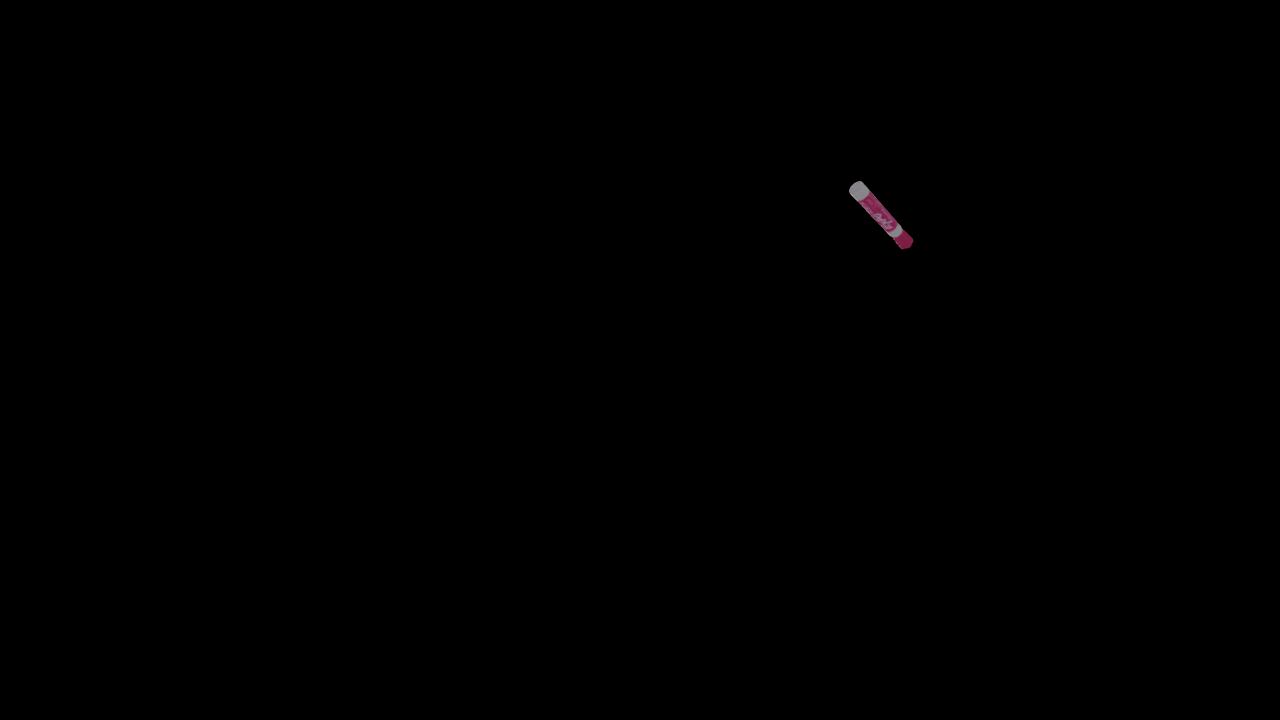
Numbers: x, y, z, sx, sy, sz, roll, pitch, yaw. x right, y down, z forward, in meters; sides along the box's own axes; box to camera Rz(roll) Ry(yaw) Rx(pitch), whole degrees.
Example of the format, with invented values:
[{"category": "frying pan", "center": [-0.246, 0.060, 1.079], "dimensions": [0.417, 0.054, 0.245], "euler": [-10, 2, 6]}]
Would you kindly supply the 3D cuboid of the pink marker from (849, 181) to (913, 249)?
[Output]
[{"category": "pink marker", "center": [0.301, -0.176, 0.761], "dimensions": [0.121, 0.020, 0.020], "euler": [34, -18, -28]}]
